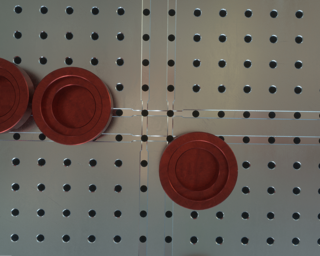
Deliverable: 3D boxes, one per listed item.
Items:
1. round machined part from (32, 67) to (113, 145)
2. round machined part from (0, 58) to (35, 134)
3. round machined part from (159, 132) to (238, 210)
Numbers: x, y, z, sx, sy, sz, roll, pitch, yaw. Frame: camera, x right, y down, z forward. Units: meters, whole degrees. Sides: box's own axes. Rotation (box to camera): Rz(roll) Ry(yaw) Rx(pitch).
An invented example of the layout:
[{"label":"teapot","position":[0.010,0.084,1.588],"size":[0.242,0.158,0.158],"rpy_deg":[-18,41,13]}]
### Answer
[{"label":"round machined part","position":[-0.110,-0.027,0.404],"size":[0.099,0.042,0.097],"rpy_deg":[0,90,0]},{"label":"round machined part","position":[-0.211,-0.040,0.404],"size":[0.099,0.042,0.097],"rpy_deg":[0,90,0]},{"label":"round machined part","position":[0.048,0.053,0.405],"size":[0.099,0.042,0.097],"rpy_deg":[0,90,0]}]
